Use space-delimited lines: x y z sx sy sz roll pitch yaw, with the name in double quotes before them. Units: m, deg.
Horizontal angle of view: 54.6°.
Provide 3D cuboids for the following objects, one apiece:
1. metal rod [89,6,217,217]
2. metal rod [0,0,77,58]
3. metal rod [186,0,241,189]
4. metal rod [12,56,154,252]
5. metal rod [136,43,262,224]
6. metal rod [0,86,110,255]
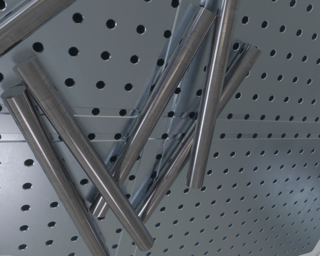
"metal rod" -0.016 -0.009 0.395 0.025 0.025 0.299 18 109 -35
"metal rod" -0.201 -0.037 0.278 0.300 0.025 0.025 -38 129 -3
"metal rod" 0.068 -0.058 0.390 0.025 0.025 0.298 -3 114 -27
"metal rod" -0.076 0.053 0.376 0.025 0.025 0.299 -31 121 -9
"metal rod" 0.047 0.016 0.445 0.025 0.025 0.299 23 106 -36
"metal rod" -0.118 0.082 0.396 0.025 0.025 0.299 -24 127 -14
